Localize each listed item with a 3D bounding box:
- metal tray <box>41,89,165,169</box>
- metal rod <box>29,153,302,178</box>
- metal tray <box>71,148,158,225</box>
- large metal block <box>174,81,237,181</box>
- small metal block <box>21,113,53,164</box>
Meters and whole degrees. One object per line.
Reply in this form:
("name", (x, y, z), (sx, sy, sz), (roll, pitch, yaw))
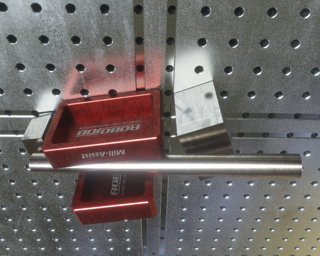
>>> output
("metal tray", (-0.061, -0.001, 0.366), (0.131, 0.090, 0.030), (-7, 131, 5))
("metal rod", (-0.005, 0.041, 0.347), (0.301, 0.025, 0.025), (-1, 131, 12))
("metal tray", (-0.050, 0.052, 0.386), (0.090, 0.130, 0.030), (-7, 130, 5))
("large metal block", (0.057, 0.003, 0.378), (0.050, 0.080, 0.080), (-18, 128, 14))
("small metal block", (-0.151, 0.016, 0.406), (0.025, 0.050, 0.050), (-6, 130, 5))
